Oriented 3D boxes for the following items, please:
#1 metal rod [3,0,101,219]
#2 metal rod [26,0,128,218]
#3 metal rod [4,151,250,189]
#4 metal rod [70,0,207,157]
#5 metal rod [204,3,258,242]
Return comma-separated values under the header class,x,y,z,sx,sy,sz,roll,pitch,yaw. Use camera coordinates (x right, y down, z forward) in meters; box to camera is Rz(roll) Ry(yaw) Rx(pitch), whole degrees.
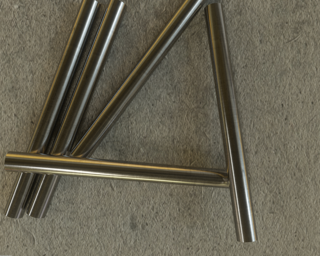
class,x,y,z,sx,sy,sz,roll,pitch,yaw
metal rod,-0.141,-0.026,0.408,0.025,0.025,0.299,20,90,0
metal rod,-0.109,-0.026,0.408,0.025,0.025,0.299,21,90,0
metal rod,-0.035,0.055,0.394,0.302,0.025,0.025,6,90,-6
metal rod,-0.018,-0.082,0.409,0.025,0.025,0.299,37,90,0
metal rod,0.088,-0.012,0.392,0.025,0.025,0.298,-7,83,0
